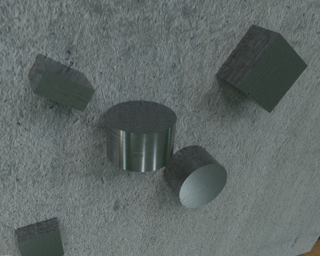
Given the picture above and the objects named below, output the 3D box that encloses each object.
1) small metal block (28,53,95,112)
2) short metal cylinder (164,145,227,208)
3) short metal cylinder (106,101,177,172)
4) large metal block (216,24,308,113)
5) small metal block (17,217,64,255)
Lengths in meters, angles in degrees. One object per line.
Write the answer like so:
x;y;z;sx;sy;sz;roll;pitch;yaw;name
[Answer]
-0.099;-0.046;0.309;0.050;0.050;0.025;23;106;-37;small metal block
0.053;0.073;0.467;0.081;0.050;0.079;-14;125;-21;short metal cylinder
-0.023;0.007;0.365;0.081;0.080;0.050;-10;123;-23;short metal cylinder
0.138;-0.079;0.420;0.080;0.050;0.080;27;103;-38;large metal block
-0.160;0.153;0.415;0.050;0.025;0.050;-12;124;-23;small metal block
